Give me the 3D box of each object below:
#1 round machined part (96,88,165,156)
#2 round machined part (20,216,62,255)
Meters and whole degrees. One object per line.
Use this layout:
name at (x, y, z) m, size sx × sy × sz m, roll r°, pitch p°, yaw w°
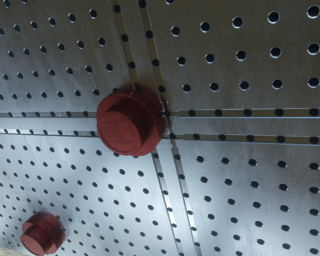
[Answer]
round machined part at (-0.047, -0.001, 0.425) m, size 0.098 × 0.042 × 0.097 m, roll 13°, pitch 124°, yaw 21°
round machined part at (-0.275, 0.251, 0.702) m, size 0.098 × 0.042 × 0.097 m, roll 13°, pitch 124°, yaw 21°
